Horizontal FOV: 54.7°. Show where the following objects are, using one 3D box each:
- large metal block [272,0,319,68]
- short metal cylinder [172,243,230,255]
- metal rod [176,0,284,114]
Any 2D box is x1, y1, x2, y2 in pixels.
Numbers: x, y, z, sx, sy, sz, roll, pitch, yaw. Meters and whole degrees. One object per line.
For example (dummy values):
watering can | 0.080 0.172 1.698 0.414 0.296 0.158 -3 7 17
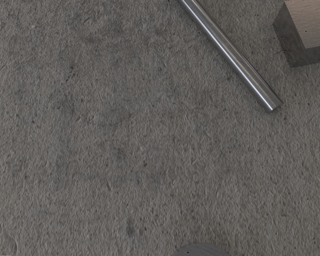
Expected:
large metal block | 0.223 -0.141 0.448 0.081 0.050 0.080 -11 71 -4
short metal cylinder | 0.044 0.166 0.334 0.081 0.050 0.080 0 70 0
metal rod | 0.077 -0.146 0.461 0.025 0.025 0.299 -31 73 -11
